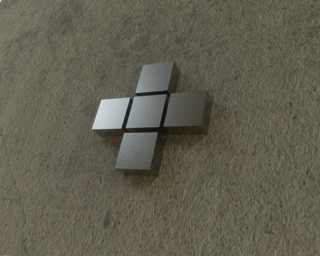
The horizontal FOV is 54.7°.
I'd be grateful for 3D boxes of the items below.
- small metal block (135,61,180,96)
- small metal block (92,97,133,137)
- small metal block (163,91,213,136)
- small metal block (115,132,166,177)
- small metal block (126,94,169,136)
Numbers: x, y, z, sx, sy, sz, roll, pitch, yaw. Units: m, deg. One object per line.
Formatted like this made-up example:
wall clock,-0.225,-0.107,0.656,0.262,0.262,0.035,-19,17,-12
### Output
small metal block,-0.002,-0.066,0.446,0.050,0.025,0.050,-2,61,27
small metal block,-0.064,-0.015,0.446,0.050,0.025,0.050,-2,61,27
small metal block,0.037,-0.018,0.396,0.050,0.025,0.050,-2,61,27
small metal block,-0.024,0.034,0.396,0.050,0.025,0.050,-2,61,27
small metal block,-0.013,-0.017,0.421,0.050,0.025,0.050,-2,61,27
